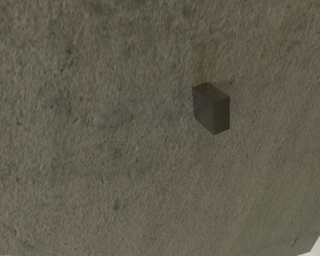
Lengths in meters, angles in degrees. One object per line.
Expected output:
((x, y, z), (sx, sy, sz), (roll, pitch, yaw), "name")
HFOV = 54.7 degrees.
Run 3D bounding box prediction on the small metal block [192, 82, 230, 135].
((0.068, -0.027, 0.413), (0.025, 0.050, 0.050), (-21, 127, -16), "small metal block")
